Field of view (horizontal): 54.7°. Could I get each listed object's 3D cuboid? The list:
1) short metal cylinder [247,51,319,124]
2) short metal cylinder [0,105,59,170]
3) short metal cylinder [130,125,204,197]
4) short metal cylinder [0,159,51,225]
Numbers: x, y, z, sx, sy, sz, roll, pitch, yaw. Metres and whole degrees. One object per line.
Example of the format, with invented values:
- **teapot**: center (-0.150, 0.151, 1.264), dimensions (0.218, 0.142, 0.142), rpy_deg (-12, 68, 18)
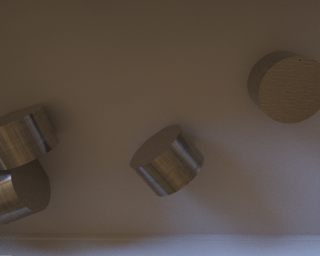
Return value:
- **short metal cylinder**: center (0.154, -0.051, 0.380), dimensions (0.081, 0.050, 0.079), rpy_deg (0, 110, 0)
- **short metal cylinder**: center (-0.174, 0.009, 0.384), dimensions (0.080, 0.080, 0.050), rpy_deg (-17, 109, 6)
- **short metal cylinder**: center (0.009, 0.041, 0.397), dimensions (0.080, 0.080, 0.050), rpy_deg (-35, 107, 12)
- **short metal cylinder**: center (-0.191, 0.080, 0.410), dimensions (0.050, 0.080, 0.080), rpy_deg (-22, 109, 8)
